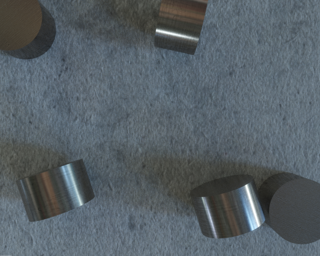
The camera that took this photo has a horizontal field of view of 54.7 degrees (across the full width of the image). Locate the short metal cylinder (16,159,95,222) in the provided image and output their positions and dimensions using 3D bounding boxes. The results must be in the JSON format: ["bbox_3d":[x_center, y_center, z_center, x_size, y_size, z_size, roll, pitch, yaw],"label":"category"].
[{"bbox_3d":[-0.127,0.074,0.381,0.080,0.080,0.050,-18,90,0],"label":"short metal cylinder"}]

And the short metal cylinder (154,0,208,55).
[{"bbox_3d":[0.026,-0.135,0.383,0.050,0.080,0.080,12,90,0],"label":"short metal cylinder"}]

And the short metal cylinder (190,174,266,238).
[{"bbox_3d":[0.083,0.095,0.384,0.080,0.080,0.050,-17,90,0],"label":"short metal cylinder"}]

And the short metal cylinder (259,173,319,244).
[{"bbox_3d":[0.172,0.101,0.400,0.081,0.050,0.079,0,90,-1],"label":"short metal cylinder"}]

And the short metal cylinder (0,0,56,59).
[{"bbox_3d":[-0.182,-0.133,0.395,0.081,0.050,0.079,0,90,-1],"label":"short metal cylinder"}]
